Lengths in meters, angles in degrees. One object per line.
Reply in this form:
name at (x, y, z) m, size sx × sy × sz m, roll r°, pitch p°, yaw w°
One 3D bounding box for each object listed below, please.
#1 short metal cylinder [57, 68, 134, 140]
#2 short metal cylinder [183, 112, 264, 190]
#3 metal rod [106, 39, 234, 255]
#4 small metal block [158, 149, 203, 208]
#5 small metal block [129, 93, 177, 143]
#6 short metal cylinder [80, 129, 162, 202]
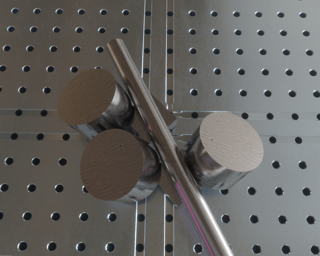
short metal cylinder at (-0.080, -0.028, 0.389) m, size 0.080 × 0.050 × 0.080 m, roll -10°, pitch 60°, yaw 18°
short metal cylinder at (0.074, 0.027, 0.372) m, size 0.081 × 0.050 × 0.080 m, roll 11°, pitch 53°, yaw -15°
metal rod at (0.003, 0.014, 0.376) m, size 0.025 × 0.025 × 0.299 m, roll -24°, pitch 72°, yaw -9°
small metal block at (0.024, 0.063, 0.385) m, size 0.050 × 0.025 × 0.050 m, roll -38°, pitch 75°, yaw -13°
small metal block at (-0.013, -0.009, 0.411) m, size 0.050 × 0.025 × 0.050 m, roll -41°, pitch 75°, yaw -14°
short metal cylinder at (-0.045, 0.045, 0.363) m, size 0.080 × 0.050 × 0.080 m, roll -6°, pitch 73°, yaw 21°
